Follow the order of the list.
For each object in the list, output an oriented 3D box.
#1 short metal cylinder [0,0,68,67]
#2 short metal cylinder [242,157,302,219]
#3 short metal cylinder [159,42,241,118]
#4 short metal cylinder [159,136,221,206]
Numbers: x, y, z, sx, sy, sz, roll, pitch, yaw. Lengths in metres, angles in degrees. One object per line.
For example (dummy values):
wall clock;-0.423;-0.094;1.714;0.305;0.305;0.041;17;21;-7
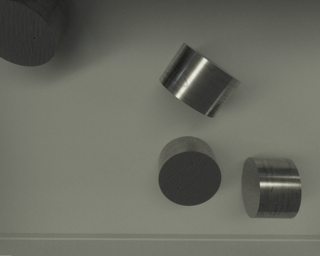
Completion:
short metal cylinder;-0.147;-0.114;0.336;0.080;0.050;0.080;2;140;2
short metal cylinder;0.145;0.079;0.413;0.050;0.080;0.079;1;110;-1
short metal cylinder;0.047;-0.056;0.362;0.080;0.080;0.050;32;107;-11
short metal cylinder;0.038;0.057;0.420;0.081;0.050;0.079;0;110;-1
